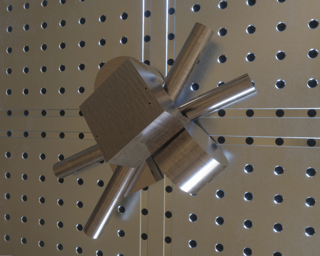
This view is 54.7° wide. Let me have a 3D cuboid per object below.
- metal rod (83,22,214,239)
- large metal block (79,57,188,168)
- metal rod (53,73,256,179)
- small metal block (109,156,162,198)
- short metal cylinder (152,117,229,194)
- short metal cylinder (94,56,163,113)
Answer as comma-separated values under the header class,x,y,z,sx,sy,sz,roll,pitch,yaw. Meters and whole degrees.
class,x,y,z,sx,sy,sz,roll,pitch,yaw
metal rod,-0.019,0.010,0.389,0.025,0.025,0.299,32,100,17
large metal block,-0.030,-0.014,0.339,0.080,0.050,0.080,-42,60,16
metal rod,-0.020,0.005,0.416,0.300,0.025,0.025,-25,82,18
small metal block,-0.033,0.059,0.420,0.050,0.025,0.050,-29,81,17
short metal cylinder,0.035,0.031,0.367,0.050,0.080,0.080,-45,76,15
short metal cylinder,-0.039,-0.050,0.409,0.080,0.050,0.079,0,90,20
